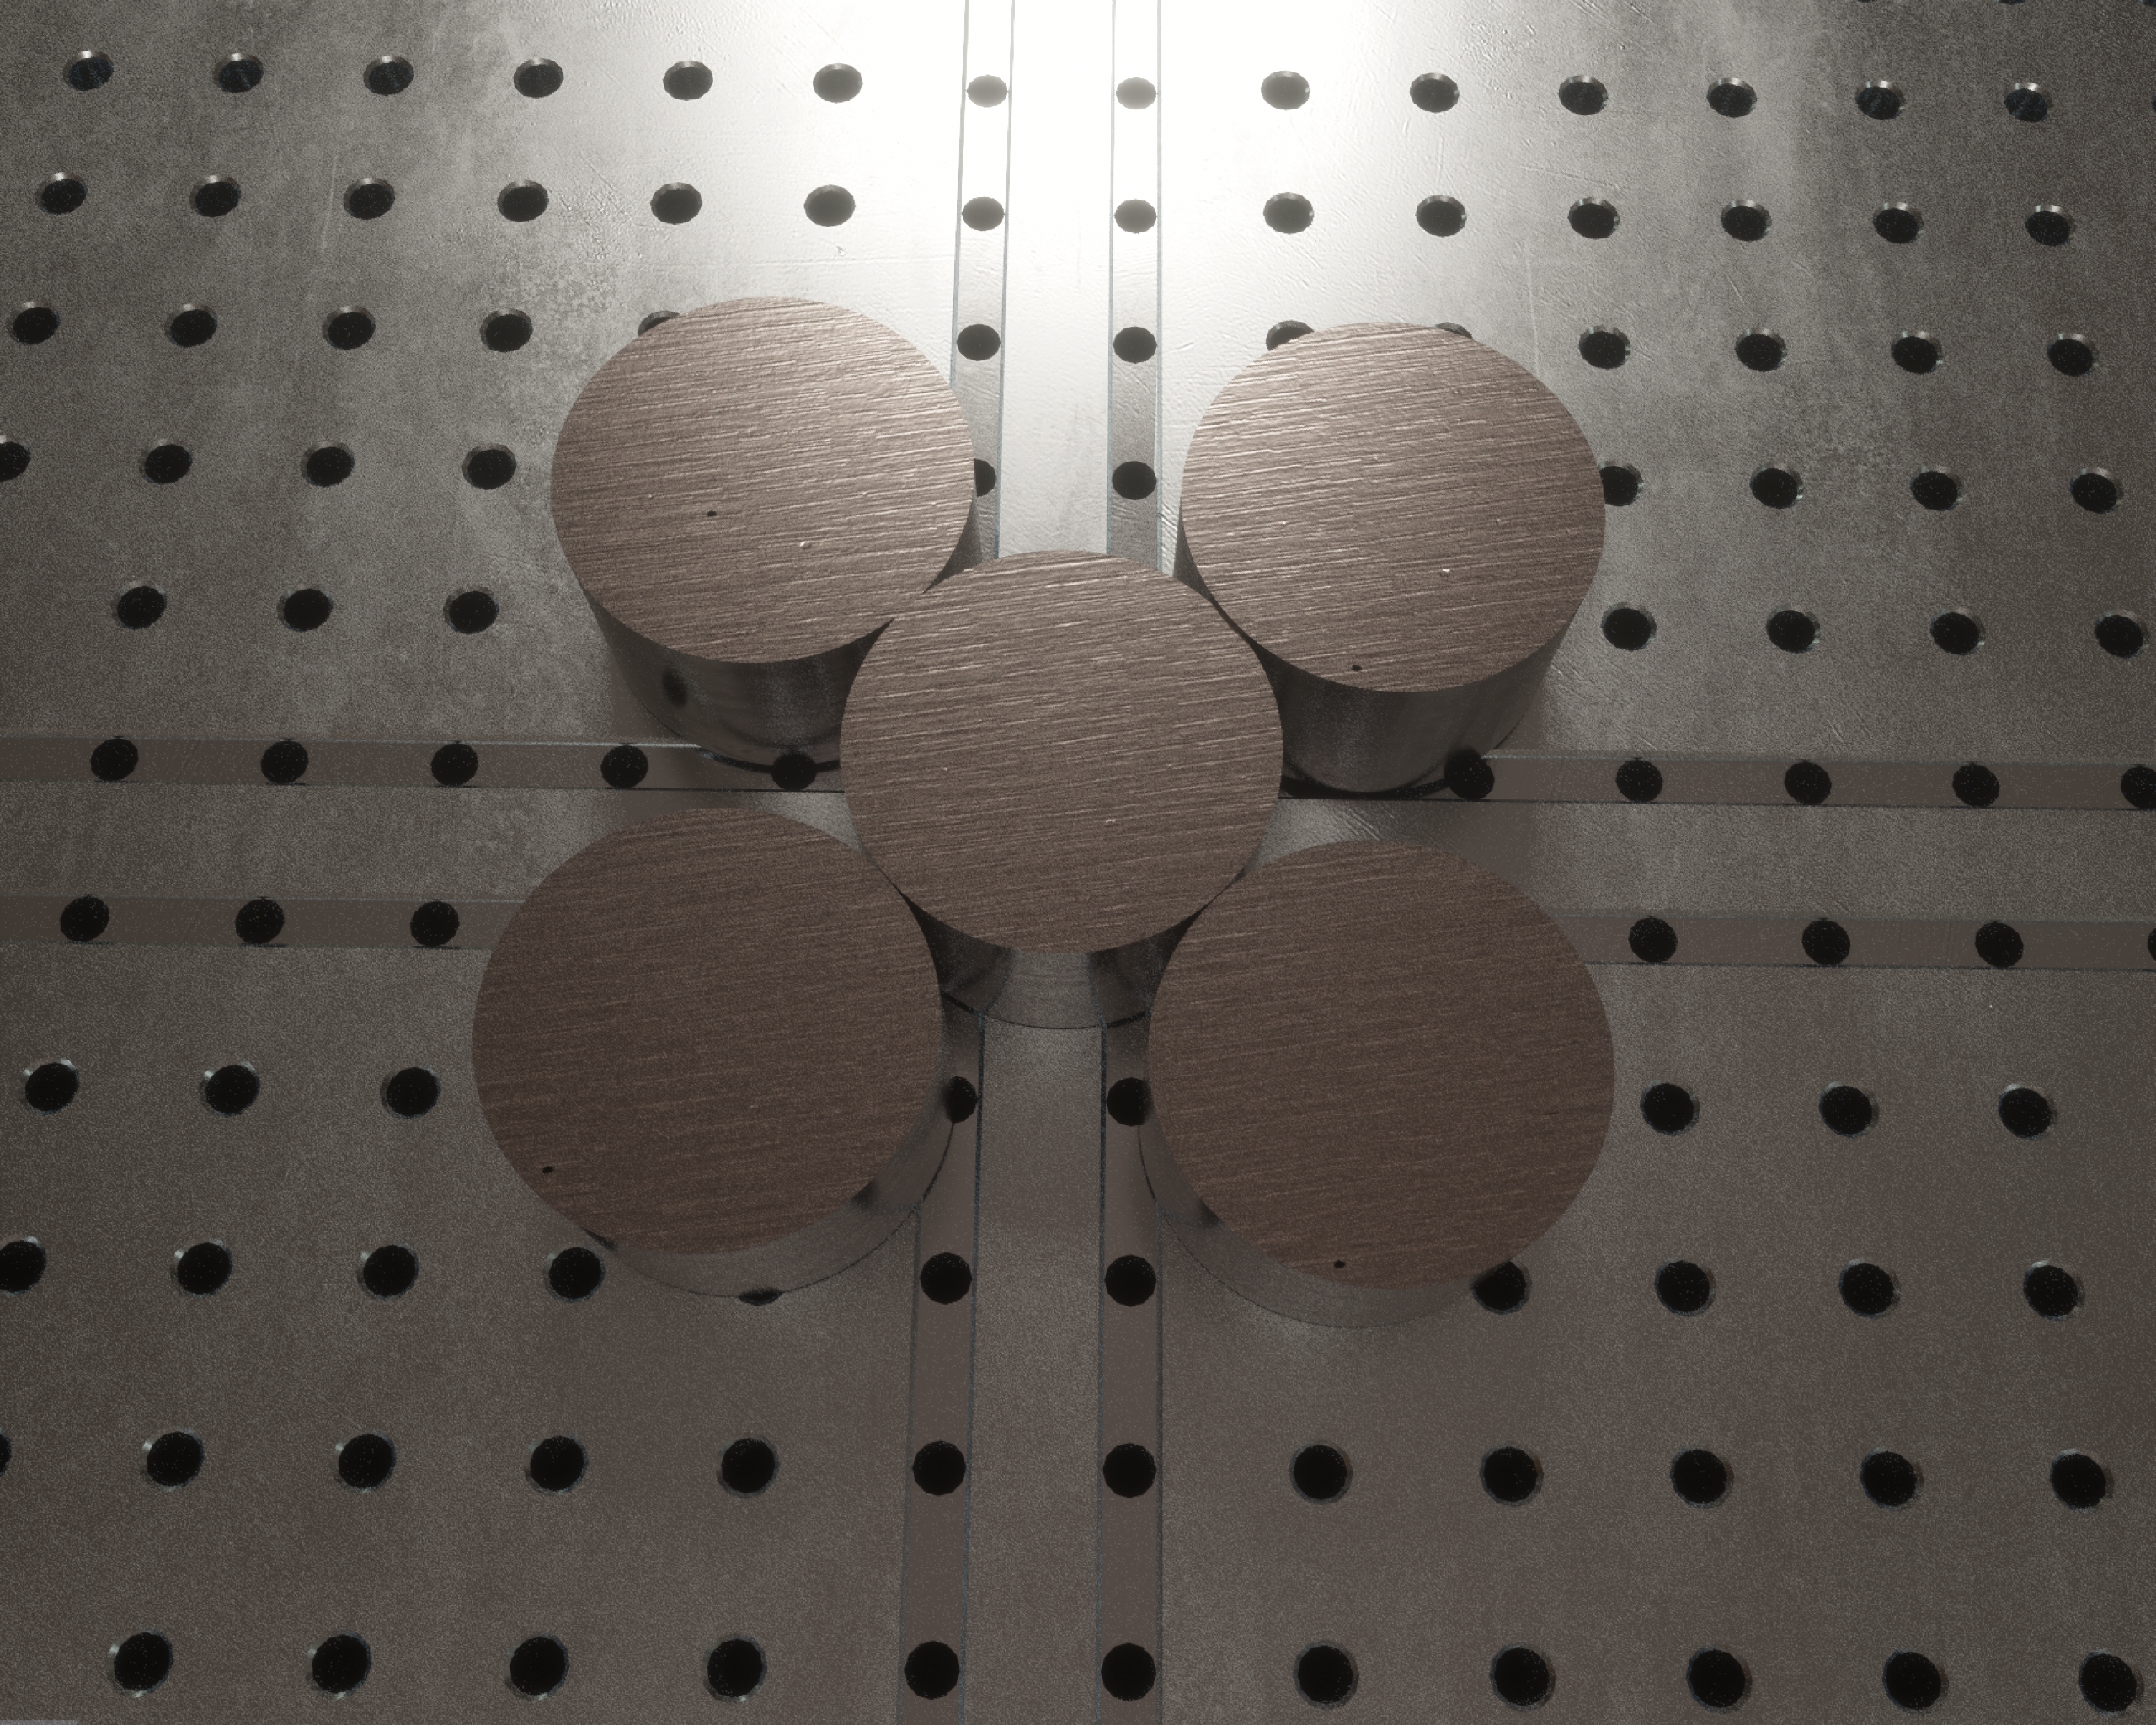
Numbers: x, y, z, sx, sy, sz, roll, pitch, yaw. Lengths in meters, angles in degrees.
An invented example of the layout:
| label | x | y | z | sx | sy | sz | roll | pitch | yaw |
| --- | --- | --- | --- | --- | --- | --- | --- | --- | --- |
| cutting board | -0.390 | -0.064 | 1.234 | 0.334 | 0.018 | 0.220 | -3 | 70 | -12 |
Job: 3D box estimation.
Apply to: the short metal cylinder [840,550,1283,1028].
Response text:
| label | x | y | z | sx | sy | sz | roll | pitch | yaw |
| --- | --- | --- | --- | --- | --- | --- | --- | --- | --- |
| short metal cylinder | -0.003 | -0.013 | 0.403 | 0.081 | 0.050 | 0.080 | 0 | 70 | 0 |

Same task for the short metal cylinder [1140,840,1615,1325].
| label | x | y | z | sx | sy | sz | roll | pitch | yaw |
| --- | --- | --- | --- | --- | --- | --- | --- | --- | --- |
| short metal cylinder | 0.052 | 0.042 | 0.383 | 0.081 | 0.050 | 0.080 | 0 | 70 | 0 |

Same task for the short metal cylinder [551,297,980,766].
| label | x | y | z | sx | sy | sz | roll | pitch | yaw |
| --- | --- | --- | --- | --- | --- | --- | --- | --- | --- |
| short metal cylinder | -0.060 | -0.066 | 0.421 | 0.081 | 0.050 | 0.080 | 0 | 70 | 0 |

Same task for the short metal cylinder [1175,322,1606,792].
| label | x | y | z | sx | sy | sz | roll | pitch | yaw |
| --- | --- | --- | --- | --- | --- | --- | --- | --- | --- |
| short metal cylinder | 0.060 | -0.060 | 0.419 | 0.081 | 0.050 | 0.080 | 0 | 70 | 0 |

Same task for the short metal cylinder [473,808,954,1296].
| label | x | y | z | sx | sy | sz | roll | pitch | yaw |
| --- | --- | --- | --- | --- | --- | --- | --- | --- | --- |
| short metal cylinder | -0.064 | 0.036 | 0.383 | 0.081 | 0.050 | 0.080 | 0 | 70 | 0 |
